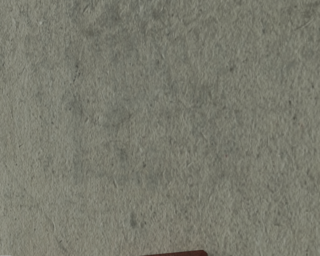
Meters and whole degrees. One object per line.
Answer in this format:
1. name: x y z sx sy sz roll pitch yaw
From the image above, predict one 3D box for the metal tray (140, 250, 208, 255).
1. metal tray: 0.005 0.215 0.403 0.130 0.030 0.090 -14 86 19
